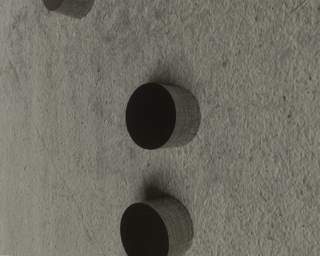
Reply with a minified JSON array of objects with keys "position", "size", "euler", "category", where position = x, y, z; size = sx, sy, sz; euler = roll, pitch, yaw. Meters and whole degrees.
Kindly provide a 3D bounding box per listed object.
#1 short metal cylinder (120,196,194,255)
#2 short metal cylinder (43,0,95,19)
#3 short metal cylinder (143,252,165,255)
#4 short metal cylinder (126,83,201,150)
[{"position":[-0.004,0.130,0.393],"size":[0.080,0.050,0.080],"euler":[0,90,40],"category":"short metal cylinder"},{"position":[-0.152,-0.228,0.514],"size":[0.080,0.050,0.080],"euler":[0,90,40],"category":"short metal cylinder"},{"position":[-0.016,0.210,0.402],"size":[0.080,0.050,0.080],"euler":[0,90,40],"category":"short metal cylinder"},{"position":[0.003,-0.014,0.386],"size":[0.080,0.050,0.080],"euler":[0,90,40],"category":"short metal cylinder"}]
